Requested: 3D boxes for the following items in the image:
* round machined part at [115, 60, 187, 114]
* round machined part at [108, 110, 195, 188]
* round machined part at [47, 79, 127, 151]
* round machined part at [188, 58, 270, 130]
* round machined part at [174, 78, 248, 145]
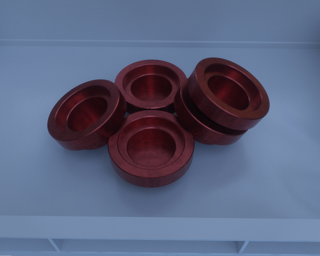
[{"bbox_3d":[-0.012,-0.048,0.432,0.099,0.042,0.098,0,50,0],"label":"round machined part"},{"bbox_3d":[-0.010,0.028,0.367,0.099,0.042,0.098,0,50,0],"label":"round machined part"},{"bbox_3d":[-0.086,-0.012,0.388,0.098,0.042,0.098,-13,48,16],"label":"round machined part"},{"bbox_3d":[0.077,-0.036,0.372,0.099,0.042,0.098,15,48,-17],"label":"round machined part"},{"bbox_3d":[0.062,-0.018,0.393,0.099,0.042,0.098,15,47,-17],"label":"round machined part"}]
